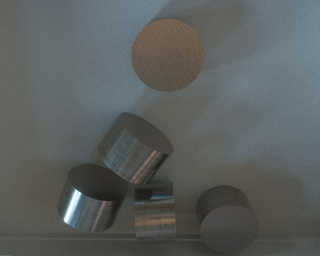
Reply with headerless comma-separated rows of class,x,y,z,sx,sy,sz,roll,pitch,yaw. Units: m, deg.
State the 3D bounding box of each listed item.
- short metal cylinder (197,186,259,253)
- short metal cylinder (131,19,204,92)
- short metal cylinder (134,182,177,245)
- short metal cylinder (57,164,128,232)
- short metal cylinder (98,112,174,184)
short metal cylinder,0.095,0.131,0.447,0.081,0.050,0.079,0,110,0
short metal cylinder,0.009,-0.087,0.366,0.081,0.050,0.079,0,110,0
short metal cylinder,-0.005,0.116,0.425,0.050,0.080,0.079,-4,110,1
short metal cylinder,-0.090,0.092,0.415,0.080,0.080,0.050,21,109,-8
short metal cylinder,-0.030,0.025,0.391,0.080,0.080,0.050,33,107,-12
